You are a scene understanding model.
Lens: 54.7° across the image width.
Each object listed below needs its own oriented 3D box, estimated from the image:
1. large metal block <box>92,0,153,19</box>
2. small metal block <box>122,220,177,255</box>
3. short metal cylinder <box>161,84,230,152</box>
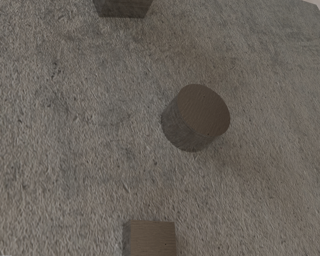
[{"bbox_3d":[-0.065,-0.223,0.490,0.081,0.050,0.080,-11,68,-33],"label":"large metal block"},{"bbox_3d":[-0.011,0.125,0.323,0.050,0.025,0.050,11,57,-23],"label":"small metal block"},{"bbox_3d":[0.048,-0.013,0.423,0.081,0.050,0.080,14,56,-21],"label":"short metal cylinder"}]
